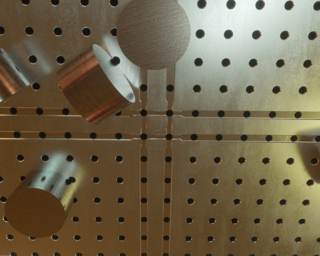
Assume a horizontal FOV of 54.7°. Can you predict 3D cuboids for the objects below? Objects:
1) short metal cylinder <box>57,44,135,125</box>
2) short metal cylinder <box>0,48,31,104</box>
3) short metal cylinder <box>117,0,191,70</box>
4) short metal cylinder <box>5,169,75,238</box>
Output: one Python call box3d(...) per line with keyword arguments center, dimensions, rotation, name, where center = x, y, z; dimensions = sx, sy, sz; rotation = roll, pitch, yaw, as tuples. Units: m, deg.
box3d(center=(-0.073, -0.050, 0.365), dimensions=(0.050, 0.080, 0.080), rotation=(-32, 107, 11), name="short metal cylinder")
box3d(center=(-0.203, -0.051, 0.363), dimensions=(0.080, 0.080, 0.050), rotation=(-29, 108, 10), name="short metal cylinder")
box3d(center=(-0.007, -0.111, 0.359), dimensions=(0.081, 0.050, 0.079), rotation=(0, 110, 0), name="short metal cylinder")
box3d(center=(-0.167, 0.106, 0.437), dimensions=(0.081, 0.050, 0.079), rotation=(0, 110, 0), name="short metal cylinder")
